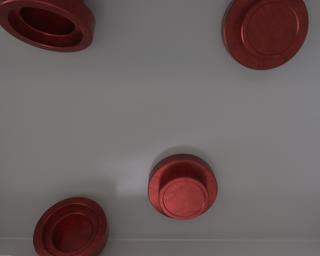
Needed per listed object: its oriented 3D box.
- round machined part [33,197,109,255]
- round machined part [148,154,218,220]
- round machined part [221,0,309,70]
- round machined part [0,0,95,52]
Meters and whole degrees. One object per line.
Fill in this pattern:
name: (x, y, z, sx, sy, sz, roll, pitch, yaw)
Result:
round machined part: (-0.120, 0.150, 0.432, 0.099, 0.098, 0.042, -4, 136, 1)
round machined part: (0.032, 0.089, 0.435, 0.099, 0.042, 0.097, 0, 110, 0)
round machined part: (0.124, -0.116, 0.360, 0.099, 0.042, 0.097, 0, 110, 0)
round machined part: (-0.119, -0.125, 0.335, 0.099, 0.098, 0.042, 6, 75, -3)
